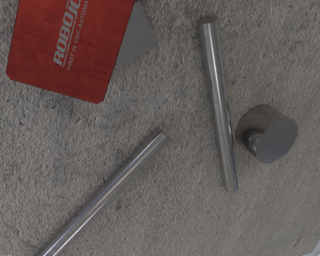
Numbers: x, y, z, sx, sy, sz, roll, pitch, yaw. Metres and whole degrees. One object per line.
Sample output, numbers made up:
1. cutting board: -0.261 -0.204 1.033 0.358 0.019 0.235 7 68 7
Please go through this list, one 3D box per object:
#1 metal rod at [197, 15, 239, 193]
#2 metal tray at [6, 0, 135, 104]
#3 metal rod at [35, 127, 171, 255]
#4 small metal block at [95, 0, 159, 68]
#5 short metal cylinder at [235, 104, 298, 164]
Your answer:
1. metal rod: 0.089 -0.011 0.448 0.025 0.025 0.298 -26 128 -12
2. metal tray: -0.079 -0.096 0.284 0.091 0.030 0.129 16 111 -15
3. metal rod: -0.097 0.116 0.425 0.300 0.025 0.025 -46 129 4
4. small metal block: -0.037 -0.100 0.325 0.050 0.025 0.050 -33 129 -7
5. short metal cylinder: 0.167 0.009 0.487 0.081 0.050 0.079 -14 124 -21
